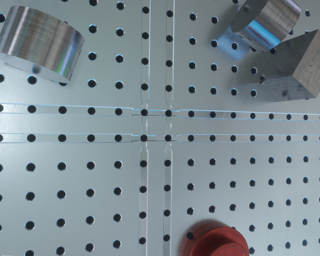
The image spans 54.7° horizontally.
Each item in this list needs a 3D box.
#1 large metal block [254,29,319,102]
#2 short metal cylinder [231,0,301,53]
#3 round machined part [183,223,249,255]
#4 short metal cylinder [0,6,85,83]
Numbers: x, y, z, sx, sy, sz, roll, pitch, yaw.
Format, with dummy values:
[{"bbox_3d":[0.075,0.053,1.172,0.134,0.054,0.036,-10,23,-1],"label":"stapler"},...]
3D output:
[{"bbox_3d":[0.200,-0.088,0.457,0.050,0.080,0.080,36,78,-17],"label":"large metal block"},{"bbox_3d":[0.147,-0.155,0.437,0.050,0.080,0.080,31,80,-18],"label":"short metal cylinder"},{"bbox_3d":[0.085,0.188,0.435,0.099,0.042,0.097,0,90,-20],"label":"round machined part"},{"bbox_3d":[-0.129,-0.087,0.336,0.080,0.080,0.050,20,84,-19],"label":"short metal cylinder"}]
